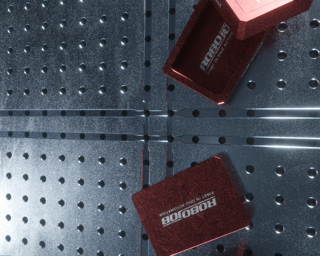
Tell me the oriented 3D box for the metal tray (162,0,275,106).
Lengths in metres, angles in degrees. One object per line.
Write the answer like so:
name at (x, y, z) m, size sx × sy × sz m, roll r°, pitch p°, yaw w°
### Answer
metal tray at (0.073, -0.104, 0.384) m, size 0.090 × 0.030 × 0.129 m, roll 32°, pitch 100°, yaw 17°

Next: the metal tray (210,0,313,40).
metal tray at (0.097, -0.171, 0.346) m, size 0.090 × 0.030 × 0.130 m, roll -25°, pitch 69°, yaw -3°

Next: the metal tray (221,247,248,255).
metal tray at (0.095, 0.226, 0.376) m, size 0.090 × 0.030 × 0.130 m, roll -34°, pitch 79°, yaw 17°

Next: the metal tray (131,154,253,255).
metal tray at (0.039, 0.100, 0.396) m, size 0.130 × 0.030 × 0.090 m, roll -28°, pitch 81°, yaw 17°
